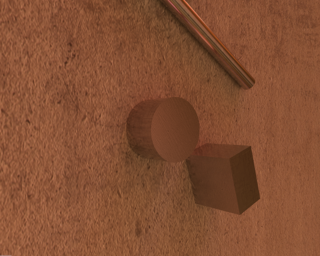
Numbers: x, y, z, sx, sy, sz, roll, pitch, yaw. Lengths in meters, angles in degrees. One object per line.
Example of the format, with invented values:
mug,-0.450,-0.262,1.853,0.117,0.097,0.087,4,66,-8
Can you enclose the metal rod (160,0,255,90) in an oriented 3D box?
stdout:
metal rod,0.053,-0.148,0.450,0.301,0.025,0.025,36,68,-35

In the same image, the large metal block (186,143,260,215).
large metal block,0.089,0.069,0.446,0.050,0.080,0.079,-22,104,-38

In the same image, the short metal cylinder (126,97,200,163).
short metal cylinder,0.004,0.002,0.394,0.081,0.050,0.079,0,90,-40
